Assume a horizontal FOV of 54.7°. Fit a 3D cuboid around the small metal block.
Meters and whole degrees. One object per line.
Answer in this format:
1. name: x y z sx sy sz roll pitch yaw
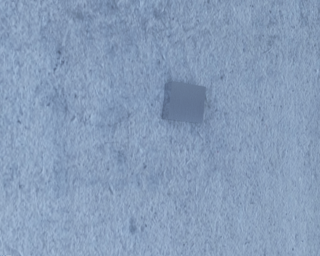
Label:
1. small metal block: 0.032 -0.034 0.422 0.050 0.025 0.050 6 88 -20
